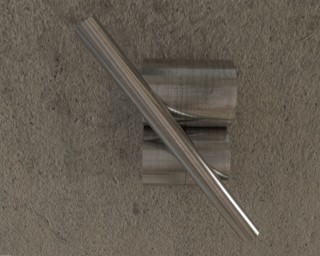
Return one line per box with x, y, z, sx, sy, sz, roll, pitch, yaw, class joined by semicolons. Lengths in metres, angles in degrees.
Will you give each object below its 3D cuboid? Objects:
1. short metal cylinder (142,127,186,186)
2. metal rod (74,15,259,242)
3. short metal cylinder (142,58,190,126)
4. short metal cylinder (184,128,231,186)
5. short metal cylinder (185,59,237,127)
0.005;0.034;0.394;0.050;0.080;0.079;1;110;0;short metal cylinder
0.019;0.015;0.331;0.025;0.025;0.300;-35;107;12;metal rod
0.006;-0.042;0.366;0.050;0.080;0.079;1;110;0;short metal cylinder
0.056;0.033;0.395;0.050;0.080;0.079;1;110;0;short metal cylinder
0.056;-0.041;0.367;0.050;0.080;0.079;1;110;0;short metal cylinder
